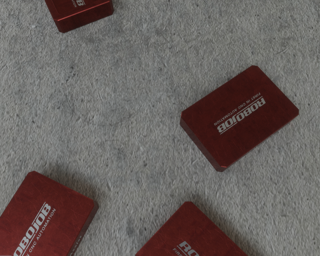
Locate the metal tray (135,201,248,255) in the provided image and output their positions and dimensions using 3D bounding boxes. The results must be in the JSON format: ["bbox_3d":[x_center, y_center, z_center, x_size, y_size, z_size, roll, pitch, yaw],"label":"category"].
[{"bbox_3d":[0.048,0.159,0.347,0.130,0.030,0.090,43,75,14],"label":"metal tray"}]

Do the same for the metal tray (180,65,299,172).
[{"bbox_3d":[0.103,-0.014,0.411,0.131,0.030,0.090,-34,74,-12],"label":"metal tray"}]

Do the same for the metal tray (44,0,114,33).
[{"bbox_3d":[-0.139,-0.220,0.484,0.091,0.030,0.130,-25,72,-9],"label":"metal tray"}]

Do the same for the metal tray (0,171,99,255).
[{"bbox_3d":[-0.143,0.127,0.358,0.090,0.030,0.130,24,72,8],"label":"metal tray"}]
